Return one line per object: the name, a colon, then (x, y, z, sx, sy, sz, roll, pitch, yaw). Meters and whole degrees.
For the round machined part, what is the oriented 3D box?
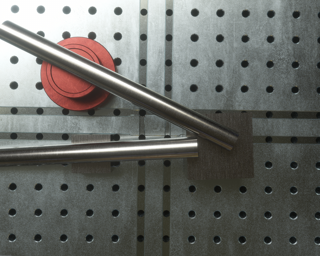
round machined part: (-0.107, -0.071, 0.403, 0.099, 0.042, 0.097, 0, 90, -1)

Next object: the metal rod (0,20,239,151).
metal rod: (-0.049, -0.050, 0.364, 0.301, 0.025, 0.025, 26, 90, 2)

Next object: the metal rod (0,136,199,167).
metal rod: (-0.104, 0.032, 0.385, 0.301, 0.025, 0.025, -4, 90, 10)

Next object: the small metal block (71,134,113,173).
small metal block: (-0.089, 0.034, 0.413, 0.050, 0.025, 0.050, 0, 90, -1)

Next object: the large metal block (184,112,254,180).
large metal block: (0.072, 0.022, 0.399, 0.081, 0.050, 0.079, -2, 90, -1)
